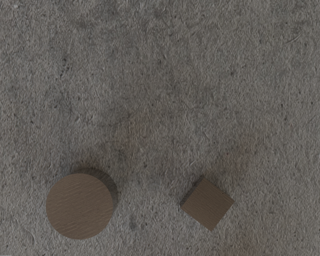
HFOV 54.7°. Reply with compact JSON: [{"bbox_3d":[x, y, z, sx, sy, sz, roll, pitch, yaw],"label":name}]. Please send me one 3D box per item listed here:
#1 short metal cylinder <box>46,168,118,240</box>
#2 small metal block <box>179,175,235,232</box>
[{"bbox_3d":[-0.097,0.094,0.397,0.081,0.050,0.080,0,90,0],"label":"short metal cylinder"},{"bbox_3d":[0.061,0.099,0.411,0.050,0.025,0.050,38,90,0],"label":"small metal block"}]
